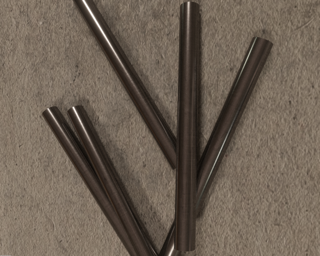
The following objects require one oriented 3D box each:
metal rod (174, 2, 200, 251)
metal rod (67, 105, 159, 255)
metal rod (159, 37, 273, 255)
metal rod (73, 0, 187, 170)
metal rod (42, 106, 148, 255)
[{"bbox_3d":[0.034,-0.007,0.380,0.025,0.025,0.298,0,84,19],"label":"metal rod"},{"bbox_3d":[-0.052,0.099,0.413,0.025,0.025,0.299,-34,75,16],"label":"metal rod"},{"bbox_3d":[0.066,0.034,0.385,0.025,0.025,0.298,25,98,18],"label":"metal rod"},{"bbox_3d":[-0.048,-0.079,0.424,0.025,0.025,0.299,-34,79,16],"label":"metal rod"},{"bbox_3d":[-0.080,0.094,0.435,0.025,0.025,0.299,-39,78,15],"label":"metal rod"}]
